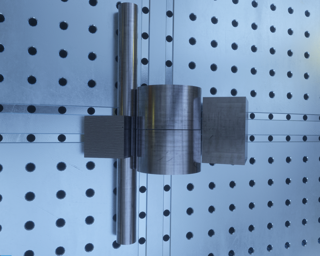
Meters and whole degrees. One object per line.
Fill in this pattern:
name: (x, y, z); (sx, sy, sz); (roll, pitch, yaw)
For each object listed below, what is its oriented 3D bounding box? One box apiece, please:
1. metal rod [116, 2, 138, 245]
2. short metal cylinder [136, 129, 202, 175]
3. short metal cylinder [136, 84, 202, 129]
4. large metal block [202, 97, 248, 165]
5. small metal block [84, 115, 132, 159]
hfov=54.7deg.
metal rod: (-0.041, -0.005, 0.393); (0.025, 0.025, 0.298); (0, 90, -20)
short metal cylinder: (0.011, 0.027, 0.383); (0.081, 0.080, 0.050); (1, 90, -20)
short metal cylinder: (0.011, -0.024, 0.383); (0.081, 0.080, 0.050); (1, 90, -20)
large metal block: (0.087, 0.003, 0.404); (0.050, 0.080, 0.079); (1, 90, 18)
small metal block: (-0.062, 0.010, 0.374); (0.050, 0.025, 0.050); (0, 89, 14)
